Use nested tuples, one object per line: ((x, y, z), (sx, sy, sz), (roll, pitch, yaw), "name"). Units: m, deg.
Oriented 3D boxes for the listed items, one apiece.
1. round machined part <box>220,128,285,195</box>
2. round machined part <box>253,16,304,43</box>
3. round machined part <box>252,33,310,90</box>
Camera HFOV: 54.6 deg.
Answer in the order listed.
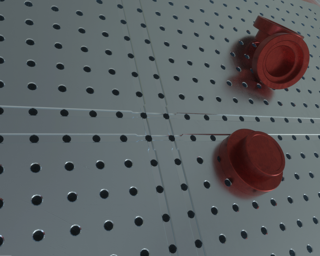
((0.138, 0.043, 0.445), (0.099, 0.042, 0.098), (13, 56, -21), "round machined part")
((0.228, -0.182, 0.614), (0.099, 0.042, 0.098), (19, 27, -10), "round machined part")
((0.214, -0.123, 0.563), (0.099, 0.097, 0.042), (20, 18, -17), "round machined part")
